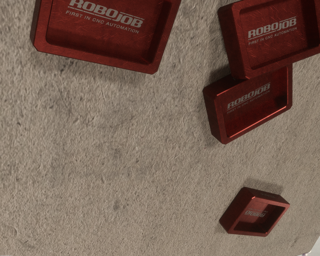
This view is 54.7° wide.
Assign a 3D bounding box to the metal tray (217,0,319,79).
[{"bbox_3d":[0.144,-0.123,0.389,0.131,0.030,0.089,-21,106,-16],"label":"metal tray"}]

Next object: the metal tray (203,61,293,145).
[{"bbox_3d":[0.131,-0.043,0.451,0.131,0.030,0.090,-27,128,-12],"label":"metal tray"}]

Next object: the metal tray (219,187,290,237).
[{"bbox_3d":[0.190,0.170,0.615,0.131,0.030,0.090,19,108,-36],"label":"metal tray"}]

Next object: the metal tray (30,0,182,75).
[{"bbox_3d":[-0.052,-0.110,0.307,0.131,0.030,0.089,6,116,-32],"label":"metal tray"}]
